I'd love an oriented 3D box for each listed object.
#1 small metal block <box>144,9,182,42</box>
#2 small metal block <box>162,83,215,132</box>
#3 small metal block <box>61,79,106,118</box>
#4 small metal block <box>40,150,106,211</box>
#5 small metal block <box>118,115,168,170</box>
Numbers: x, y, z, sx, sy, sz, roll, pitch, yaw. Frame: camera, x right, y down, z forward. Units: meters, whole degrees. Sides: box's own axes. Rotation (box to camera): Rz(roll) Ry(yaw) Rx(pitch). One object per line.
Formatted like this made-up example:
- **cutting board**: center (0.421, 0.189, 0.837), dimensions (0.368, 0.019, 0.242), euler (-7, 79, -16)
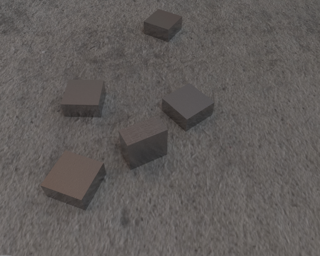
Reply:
- **small metal block**: center (0.006, -0.186, 0.560), dimensions (0.050, 0.025, 0.050), euler (25, 54, 19)
- **small metal block**: center (0.038, -0.030, 0.429), dimensions (0.050, 0.025, 0.050), euler (-32, 57, -24)
- **small metal block**: center (-0.106, -0.042, 0.437), dimensions (0.050, 0.025, 0.050), euler (1, 50, 1)
- **small metal block**: center (-0.097, 0.059, 0.353), dimensions (0.050, 0.025, 0.050), euler (16, 52, 13)
- **small metal block**: center (-0.019, 0.018, 0.372), dimensions (0.050, 0.050, 0.025), euler (-22, 54, -18)
